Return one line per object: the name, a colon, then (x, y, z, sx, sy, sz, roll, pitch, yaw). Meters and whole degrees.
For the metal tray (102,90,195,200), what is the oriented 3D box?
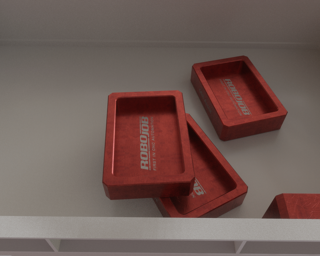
metal tray: (-0.014, 0.014, 0.350, 0.091, 0.030, 0.130, -2, 50, -3)

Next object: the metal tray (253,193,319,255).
metal tray: (0.163, 0.095, 0.285, 0.131, 0.089, 0.030, 1, 50, 0)

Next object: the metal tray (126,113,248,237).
metal tray: (0.026, 0.047, 0.362, 0.091, 0.030, 0.130, -22, 54, -18)

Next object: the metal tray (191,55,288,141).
metal tray: (0.107, -0.047, 0.442, 0.091, 0.030, 0.130, -11, 51, -10)
